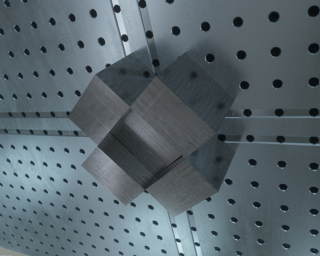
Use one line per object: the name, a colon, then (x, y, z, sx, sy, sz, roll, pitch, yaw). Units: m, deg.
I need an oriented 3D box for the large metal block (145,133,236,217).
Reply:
large metal block: (0.039, 0.053, 0.390, 0.050, 0.080, 0.080, 45, 129, -3)

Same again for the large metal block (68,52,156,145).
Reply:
large metal block: (-0.055, -0.037, 0.383, 0.050, 0.080, 0.080, 44, 129, -2)

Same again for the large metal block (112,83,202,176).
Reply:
large metal block: (-0.001, 0.002, 0.396, 0.080, 0.050, 0.080, 45, 131, -1)

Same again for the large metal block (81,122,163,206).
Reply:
large metal block: (-0.045, 0.044, 0.427, 0.080, 0.080, 0.050, 43, 129, -2)

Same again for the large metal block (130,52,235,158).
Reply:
large metal block: (0.028, -0.028, 0.344, 0.080, 0.080, 0.050, 43, 129, -2)
